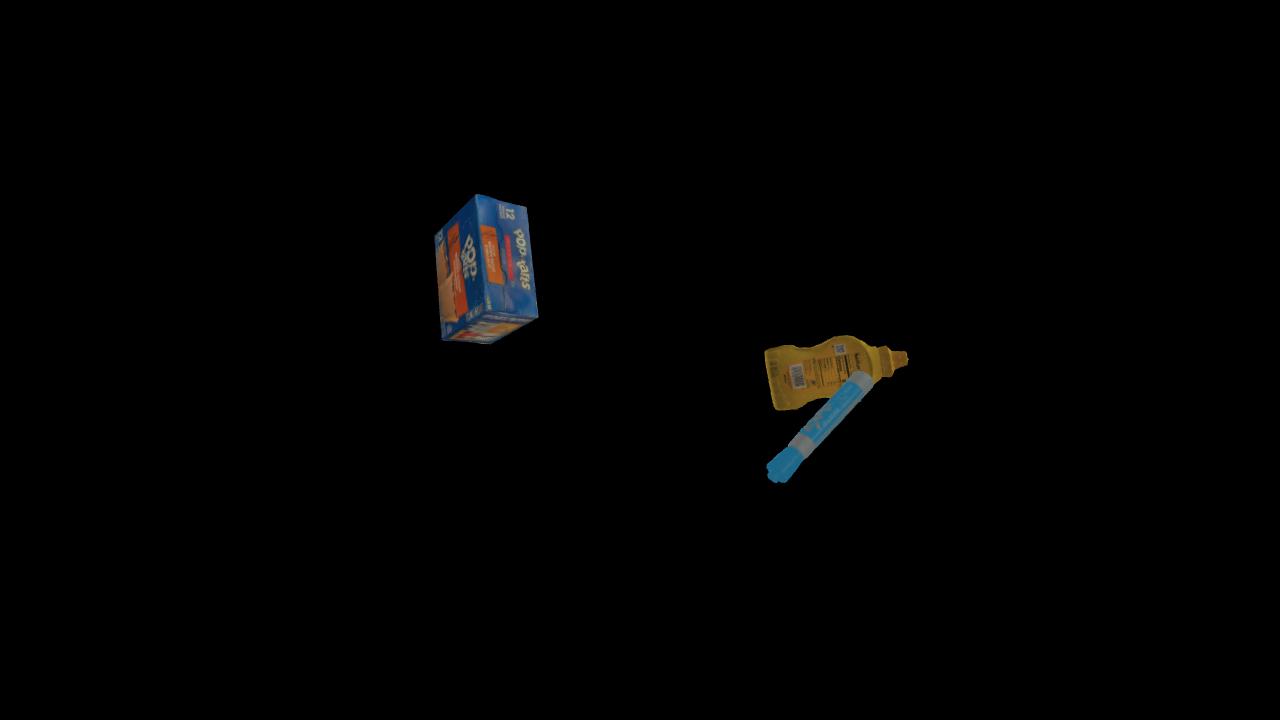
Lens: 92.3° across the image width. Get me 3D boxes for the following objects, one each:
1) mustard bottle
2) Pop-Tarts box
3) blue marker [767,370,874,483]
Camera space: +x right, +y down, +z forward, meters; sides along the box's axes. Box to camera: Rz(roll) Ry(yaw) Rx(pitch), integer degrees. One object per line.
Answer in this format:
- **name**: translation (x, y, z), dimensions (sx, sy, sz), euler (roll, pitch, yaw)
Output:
- **mustard bottle**: translation (0.269, 0.013, 0.842), dimensions (0.184, 0.092, 0.054), euler (-11, -7, 17)
- **Pop-Tarts box**: translation (-0.222, -0.122, 0.872), dimensions (0.083, 0.167, 0.141), euler (2, -16, -42)
- **blue marker**: translation (0.139, 0.051, 0.474), dimensions (0.121, 0.020, 0.020), euler (-40, 18, -23)
